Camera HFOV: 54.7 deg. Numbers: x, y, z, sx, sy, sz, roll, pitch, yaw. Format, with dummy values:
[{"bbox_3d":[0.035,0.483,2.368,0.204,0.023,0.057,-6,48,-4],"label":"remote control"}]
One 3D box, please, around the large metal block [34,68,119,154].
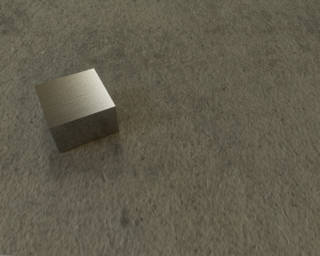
[{"bbox_3d":[-0.108,-0.025,0.406,0.081,0.050,0.080,-21,53,-17],"label":"large metal block"}]
